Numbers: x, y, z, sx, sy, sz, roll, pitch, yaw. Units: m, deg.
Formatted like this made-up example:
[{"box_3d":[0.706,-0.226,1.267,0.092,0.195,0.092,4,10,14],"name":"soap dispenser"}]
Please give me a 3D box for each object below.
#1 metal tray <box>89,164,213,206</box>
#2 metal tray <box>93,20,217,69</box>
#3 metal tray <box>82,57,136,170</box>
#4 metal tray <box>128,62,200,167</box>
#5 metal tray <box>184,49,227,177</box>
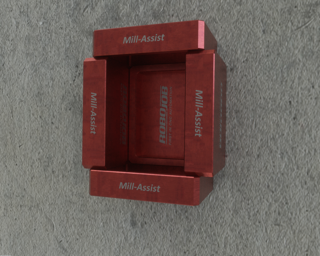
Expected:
[{"box_3d":[-0.007,0.063,0.377,0.130,0.090,0.030,1,91,19],"name":"metal tray"},{"box_3d":[-0.003,-0.096,0.375,0.130,0.090,0.030,1,91,19],"name":"metal tray"},{"box_3d":[-0.060,-0.017,0.395,0.030,0.090,0.129,1,90,20],"name":"metal tray"},{"box_3d":[0.007,-0.017,0.404,0.090,0.030,0.129,1,90,19],"name":"metal tray"},{"box_3d":[0.055,-0.015,0.355,0.030,0.090,0.129,1,90,20],"name":"metal tray"}]
